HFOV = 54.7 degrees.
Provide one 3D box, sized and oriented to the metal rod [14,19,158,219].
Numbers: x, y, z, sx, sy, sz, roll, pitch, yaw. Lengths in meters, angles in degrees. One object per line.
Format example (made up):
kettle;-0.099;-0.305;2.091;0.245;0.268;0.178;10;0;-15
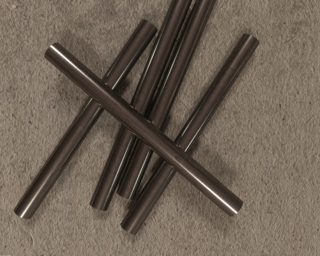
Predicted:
metal rod;-0.097;-0.012;0.408;0.025;0.025;0.299;34;90;-1

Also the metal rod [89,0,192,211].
metal rod;-0.025;-0.035;0.409;0.025;0.025;0.299;22;90;-1

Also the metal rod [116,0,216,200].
metal rod;0.011;-0.049;0.410;0.025;0.025;0.299;22;90;-1

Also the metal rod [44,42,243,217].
metal rod;-0.019;0.002;0.383;0.300;0.025;0.025;41;90;-1

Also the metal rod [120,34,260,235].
metal rod;0.040;0.008;0.410;0.025;0.025;0.299;33;90;-1
